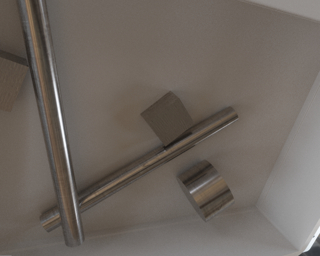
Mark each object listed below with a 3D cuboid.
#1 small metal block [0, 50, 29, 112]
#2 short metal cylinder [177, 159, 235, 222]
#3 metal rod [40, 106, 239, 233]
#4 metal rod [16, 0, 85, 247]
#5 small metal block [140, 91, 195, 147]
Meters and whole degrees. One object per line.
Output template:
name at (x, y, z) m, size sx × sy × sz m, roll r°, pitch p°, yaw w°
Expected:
small metal block at (-0.160, -0.048, 0.292) m, size 0.050 × 0.025 × 0.050 m, roll 17°, pitch 109°, yaw -36°
short metal cylinder at (0.068, 0.095, 0.471) m, size 0.050 × 0.080 × 0.080 m, roll -32°, pitch 129°, yaw -8°
metal rod at (-0.021, 0.052, 0.430) m, size 0.301 × 0.025 × 0.025 m, roll -30°, pitch 129°, yaw -10°
metal rod at (-0.113, 0.011, 0.336) m, size 0.025 × 0.025 × 0.298 m, roll -12°, pitch 118°, yaw -22°
small metal block at (0.010, -0.012, 0.409) m, size 0.050 × 0.025 × 0.050 m, roll -38°, pitch 130°, yaw -3°
